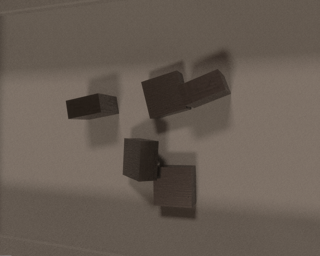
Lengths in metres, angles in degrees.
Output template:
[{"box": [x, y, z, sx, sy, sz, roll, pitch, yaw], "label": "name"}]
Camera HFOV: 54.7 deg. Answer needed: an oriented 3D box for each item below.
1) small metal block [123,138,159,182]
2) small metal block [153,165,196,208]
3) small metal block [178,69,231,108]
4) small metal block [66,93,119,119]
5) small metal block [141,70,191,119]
[{"box": [-0.026, 0.040, 0.405, 0.050, 0.025, 0.050, 5, 92, 60], "label": "small metal block"}, {"box": [0.019, 0.075, 0.403, 0.050, 0.025, 0.050, -1, 90, 19], "label": "small metal block"}, {"box": [0.055, -0.046, 0.377, 0.050, 0.050, 0.025, -21, 83, 18], "label": "small metal block"}, {"box": [-0.092, -0.028, 0.428, 0.050, 0.050, 0.025, -10, 87, 19], "label": "small metal block"}, {"box": [0.008, -0.042, 0.407, 0.050, 0.025, 0.050, -15, 85, 19], "label": "small metal block"}]
